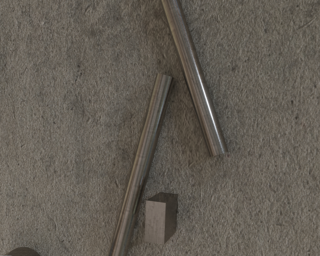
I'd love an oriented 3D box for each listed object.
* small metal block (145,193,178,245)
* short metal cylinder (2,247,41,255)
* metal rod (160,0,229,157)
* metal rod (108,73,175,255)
[{"bbox_3d":[0.003,0.113,0.395,0.025,0.050,0.050,3,91,20],"label":"small metal block"},{"bbox_3d":[-0.215,0.224,0.456,0.050,0.080,0.080,-31,80,17],"label":"short metal cylinder"},{"bbox_3d":[0.030,-0.110,0.398,0.025,0.025,0.299,-19,84,19],"label":"metal rod"},{"bbox_3d":[-0.031,0.075,0.419,0.025,0.025,0.298,17,96,19],"label":"metal rod"}]
